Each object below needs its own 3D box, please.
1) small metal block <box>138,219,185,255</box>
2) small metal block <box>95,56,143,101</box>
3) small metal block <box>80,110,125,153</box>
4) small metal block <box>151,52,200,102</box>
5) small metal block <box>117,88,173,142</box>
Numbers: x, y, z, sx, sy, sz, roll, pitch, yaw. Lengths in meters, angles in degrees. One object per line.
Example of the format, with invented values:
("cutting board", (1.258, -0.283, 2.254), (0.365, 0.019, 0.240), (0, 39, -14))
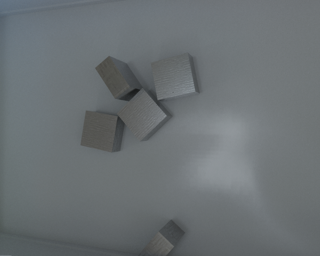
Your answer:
("small metal block", (0.001, 0.151, 0.396), (0.025, 0.050, 0.050), (41, 103, 15))
("small metal block", (-0.052, -0.064, 0.415), (0.025, 0.050, 0.050), (-37, 79, 16))
("small metal block", (-0.080, 0.004, 0.438), (0.050, 0.025, 0.050), (11, 94, 19))
("small metal block", (0.020, -0.065, 0.403), (0.050, 0.025, 0.050), (-12, 86, 19))
("small metal block", (-0.020, -0.017, 0.417), (0.050, 0.025, 0.050), (-44, 77, 14))
